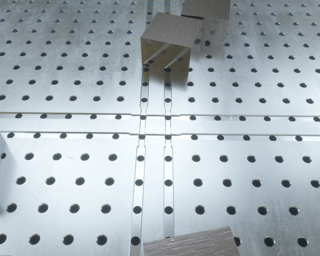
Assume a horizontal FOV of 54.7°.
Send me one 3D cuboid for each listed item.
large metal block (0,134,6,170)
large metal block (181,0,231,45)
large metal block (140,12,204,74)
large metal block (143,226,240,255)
[{"bbox_3d":[-0.235,0.038,0.356,0.081,0.050,0.080,-6,50,-6],"label":"large metal block"},{"bbox_3d":[0.082,-0.199,0.559,0.080,0.050,0.080,8,50,6],"label":"large metal block"},{"bbox_3d":[0.021,-0.142,0.511,0.080,0.050,0.080,15,51,11],"label":"large metal block"},{"bbox_3d":[0.032,0.142,0.273,0.081,0.050,0.080,-8,51,-8],"label":"large metal block"}]
